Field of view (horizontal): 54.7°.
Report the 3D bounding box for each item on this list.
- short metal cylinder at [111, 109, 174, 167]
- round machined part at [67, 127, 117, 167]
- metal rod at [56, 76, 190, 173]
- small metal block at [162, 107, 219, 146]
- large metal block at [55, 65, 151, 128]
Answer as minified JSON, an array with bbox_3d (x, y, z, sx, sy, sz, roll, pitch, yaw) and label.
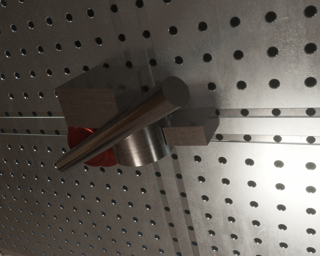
[{"bbox_3d":[-0.026,0.005,0.391,0.080,0.080,0.050,-1,118,28],"label":"short metal cylinder"},{"bbox_3d":[-0.097,0.019,0.461,0.098,0.042,0.097,13,124,20],"label":"round machined part"},{"bbox_3d":[-0.067,0.014,0.354,0.025,0.025,0.299,51,144,-8],"label":"metal rod"},{"bbox_3d":[0.038,-0.002,0.373,0.050,0.050,0.025,-2,117,29],"label":"small metal block"},{"bbox_3d":[-0.065,-0.040,0.383,0.080,0.080,0.050,4,120,26],"label":"large metal block"}]
